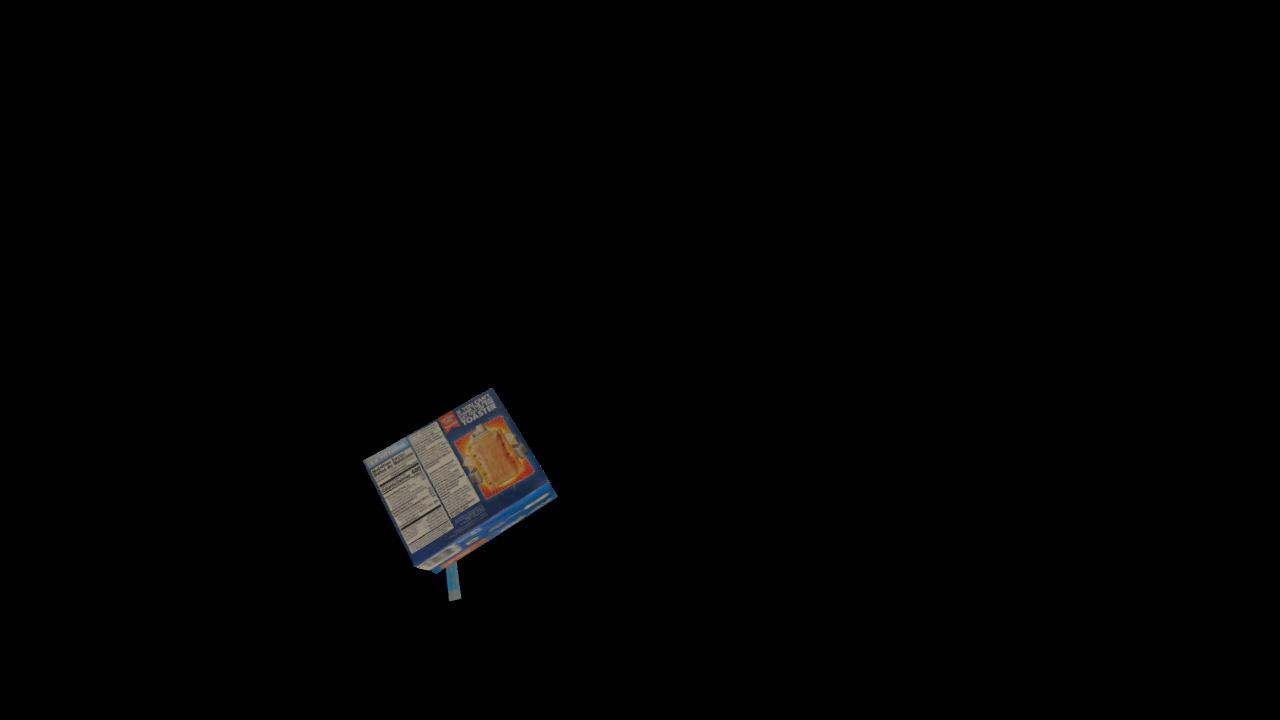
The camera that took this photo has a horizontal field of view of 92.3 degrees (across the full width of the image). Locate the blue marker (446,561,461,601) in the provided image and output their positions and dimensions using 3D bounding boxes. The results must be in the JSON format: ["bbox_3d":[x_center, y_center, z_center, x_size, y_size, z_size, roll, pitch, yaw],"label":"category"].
[{"bbox_3d":[-0.304,0.323,0.988,0.020,0.121,0.020,-12,-19,-4],"label":"blue marker"}]

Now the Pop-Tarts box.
[{"bbox_3d":[-0.207,0.141,0.725,0.167,0.141,0.083,-31,-21,-15],"label":"Pop-Tarts box"}]
